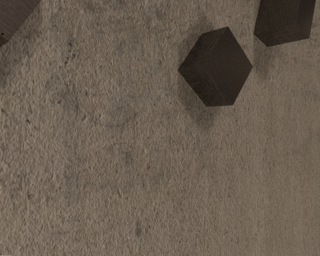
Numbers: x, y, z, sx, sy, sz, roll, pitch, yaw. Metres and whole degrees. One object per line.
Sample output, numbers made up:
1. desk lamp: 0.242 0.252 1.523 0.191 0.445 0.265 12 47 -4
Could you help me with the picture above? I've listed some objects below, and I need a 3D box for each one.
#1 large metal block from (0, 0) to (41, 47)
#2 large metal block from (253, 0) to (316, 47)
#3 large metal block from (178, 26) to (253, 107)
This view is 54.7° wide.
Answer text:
1. large metal block: -0.149 -0.126 0.264 0.080 0.050 0.080 40 66 -33
2. large metal block: 0.226 -0.202 0.561 0.050 0.080 0.080 25 75 -38
3. large metal block: 0.085 -0.089 0.462 0.080 0.050 0.080 47 62 -30
